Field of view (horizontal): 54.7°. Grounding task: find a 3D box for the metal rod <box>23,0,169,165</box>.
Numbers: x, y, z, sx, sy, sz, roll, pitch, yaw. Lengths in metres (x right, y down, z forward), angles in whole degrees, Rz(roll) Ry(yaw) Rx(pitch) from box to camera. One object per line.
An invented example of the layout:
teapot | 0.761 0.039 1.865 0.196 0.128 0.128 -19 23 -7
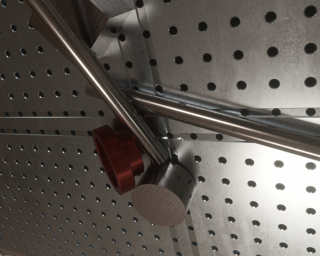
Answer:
metal rod | -0.072 -0.060 0.355 0.025 0.025 0.300 -11 130 32

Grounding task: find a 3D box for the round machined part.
round machined part | -0.056 0.040 0.432 0.098 0.042 0.097 53 156 36

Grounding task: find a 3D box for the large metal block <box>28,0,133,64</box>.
large metal block | -0.094 -0.131 0.362 0.080 0.050 0.080 44 129 -3

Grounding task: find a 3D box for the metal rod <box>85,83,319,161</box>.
metal rod | 0.043 -0.015 0.378 0.301 0.025 0.025 17 125 18

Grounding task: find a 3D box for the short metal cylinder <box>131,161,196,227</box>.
short metal cylinder | 0.006 0.094 0.445 0.080 0.050 0.079 11 126 16
